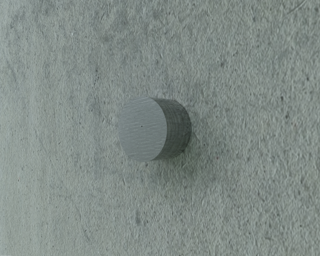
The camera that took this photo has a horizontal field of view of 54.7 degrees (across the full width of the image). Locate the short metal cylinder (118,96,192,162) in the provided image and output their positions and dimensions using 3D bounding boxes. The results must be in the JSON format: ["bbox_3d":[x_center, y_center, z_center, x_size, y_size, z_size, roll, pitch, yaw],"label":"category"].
[{"bbox_3d":[-0.007,0.001,0.394,0.080,0.050,0.079,0,90,39],"label":"short metal cylinder"}]
